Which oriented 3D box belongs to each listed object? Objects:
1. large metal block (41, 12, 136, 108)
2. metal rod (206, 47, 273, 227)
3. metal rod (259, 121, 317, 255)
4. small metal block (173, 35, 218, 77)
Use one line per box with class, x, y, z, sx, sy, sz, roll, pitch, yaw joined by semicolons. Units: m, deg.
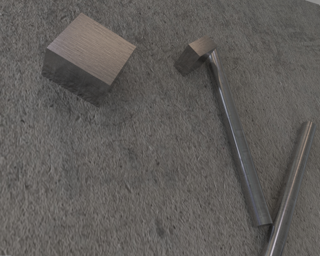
large metal block;-0.089;-0.086;0.392;0.080;0.050;0.080;31;52;-9
metal rod;0.110;-0.006;0.465;0.025;0.025;0.299;4;60;-26
metal rod;0.189;0.090;0.450;0.025;0.025;0.301;40;51;-2
small metal block;0.055;-0.113;0.487;0.025;0.050;0.050;48;51;5
